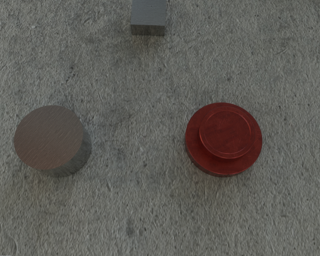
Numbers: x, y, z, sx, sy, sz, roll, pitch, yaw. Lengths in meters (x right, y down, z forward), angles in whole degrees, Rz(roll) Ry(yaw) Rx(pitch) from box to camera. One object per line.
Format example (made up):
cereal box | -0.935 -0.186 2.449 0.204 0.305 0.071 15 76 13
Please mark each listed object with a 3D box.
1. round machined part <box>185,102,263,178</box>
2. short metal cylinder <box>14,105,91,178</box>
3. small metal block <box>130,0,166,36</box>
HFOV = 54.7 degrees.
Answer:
round machined part | 0.082 0.011 0.396 0.099 0.042 0.098 0 70 0
short metal cylinder | -0.131 0.018 0.387 0.081 0.050 0.080 0 70 0
small metal block | -0.017 -0.169 0.470 0.050 0.025 0.050 2 70 0
